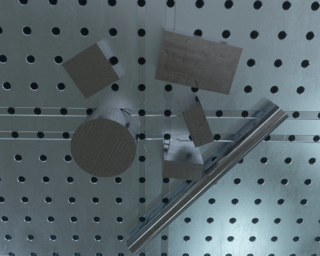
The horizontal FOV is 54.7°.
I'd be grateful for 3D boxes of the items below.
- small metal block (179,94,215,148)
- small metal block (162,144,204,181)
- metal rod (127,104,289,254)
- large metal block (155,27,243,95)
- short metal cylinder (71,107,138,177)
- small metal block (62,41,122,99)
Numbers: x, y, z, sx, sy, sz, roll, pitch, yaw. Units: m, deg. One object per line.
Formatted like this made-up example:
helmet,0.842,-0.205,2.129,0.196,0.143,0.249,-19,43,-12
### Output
small metal block,0.046,-0.010,0.397,0.025,0.050,0.050,-21,109,7
small metal block,0.029,0.046,0.418,0.050,0.050,0.025,6,110,-3
metal rod,0.059,0.080,0.443,0.025,0.025,0.299,41,105,-14
large metal block,0.039,-0.080,0.355,0.081,0.080,0.050,12,110,-5
short metal cylinder,-0.070,0.017,0.405,0.081,0.050,0.079,0,110,-1
small metal block,-0.083,-0.072,0.386,0.050,0.025,0.050,-29,108,10
